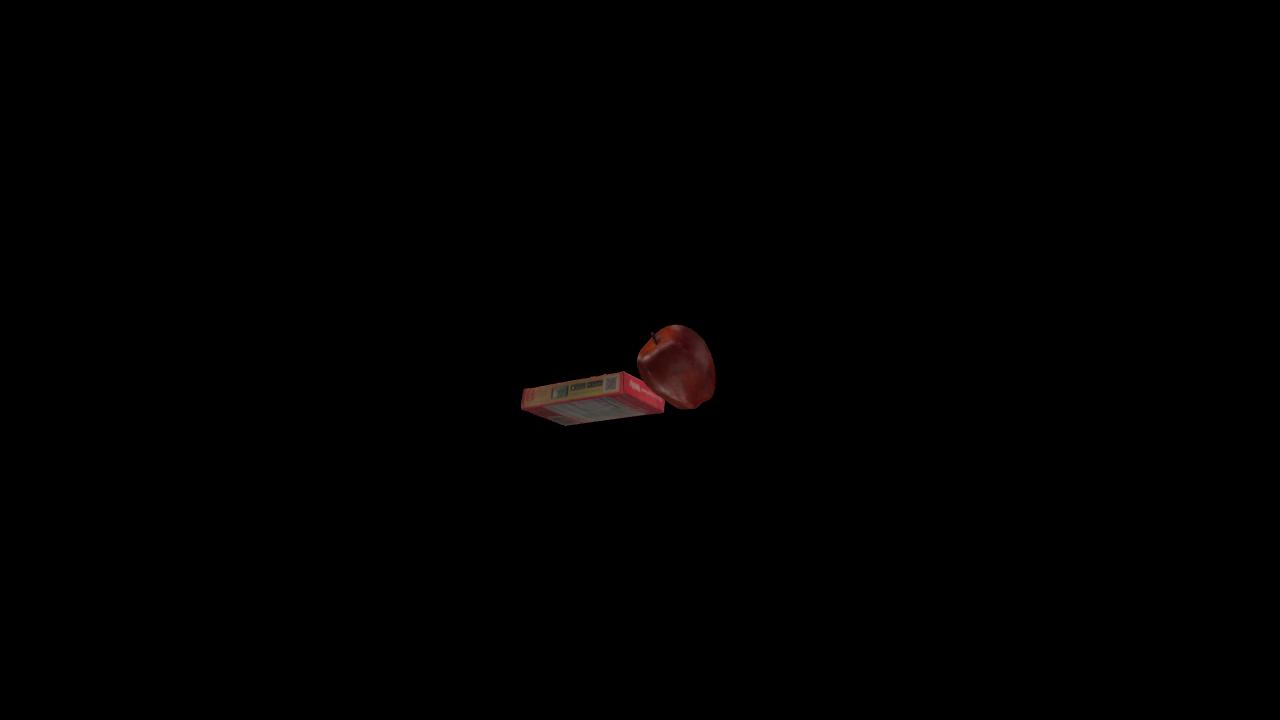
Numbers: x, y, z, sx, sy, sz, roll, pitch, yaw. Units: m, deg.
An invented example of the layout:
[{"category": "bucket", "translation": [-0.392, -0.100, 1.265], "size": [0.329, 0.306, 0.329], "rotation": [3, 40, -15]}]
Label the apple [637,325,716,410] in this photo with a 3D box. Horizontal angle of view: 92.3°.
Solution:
[{"category": "apple", "translation": [0.041, 0.007, 0.653], "size": [0.079, 0.093, 0.079], "rotation": [-36, 16, 12]}]

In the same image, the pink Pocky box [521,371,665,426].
[{"category": "pink Pocky box", "translation": [-0.056, 0.048, 0.726], "size": [0.155, 0.029, 0.084], "rotation": [-11, -25, 34]}]
